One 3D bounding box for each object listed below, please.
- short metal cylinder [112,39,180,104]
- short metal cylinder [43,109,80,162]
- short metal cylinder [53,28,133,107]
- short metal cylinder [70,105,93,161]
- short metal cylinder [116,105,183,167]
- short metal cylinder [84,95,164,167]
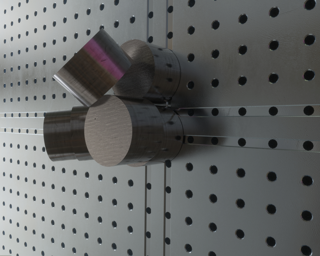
[{"bbox_3d":[-0.020,-0.072,0.409,0.080,0.050,0.079,0,90,40],"label":"short metal cylinder"},{"bbox_3d":[-0.143,0.010,0.483,0.050,0.080,0.080,-6,85,-2],"label":"short metal cylinder"},{"bbox_3d":[-0.078,-0.070,0.364,0.080,0.080,0.050,-30,115,36],"label":"short metal cylinder"},{"bbox_3d":[-0.091,0.005,0.439,0.050,0.080,0.080,-5,86,-2],"label":"short metal cylinder"},{"bbox_3d":[-0.017,0.009,0.406,0.080,0.050,0.080,0,90,40],"label":"short metal cylinder"},{"bbox_3d":[-0.043,0.003,0.361,0.080,0.050,0.080,0,90,40],"label":"short metal cylinder"}]
